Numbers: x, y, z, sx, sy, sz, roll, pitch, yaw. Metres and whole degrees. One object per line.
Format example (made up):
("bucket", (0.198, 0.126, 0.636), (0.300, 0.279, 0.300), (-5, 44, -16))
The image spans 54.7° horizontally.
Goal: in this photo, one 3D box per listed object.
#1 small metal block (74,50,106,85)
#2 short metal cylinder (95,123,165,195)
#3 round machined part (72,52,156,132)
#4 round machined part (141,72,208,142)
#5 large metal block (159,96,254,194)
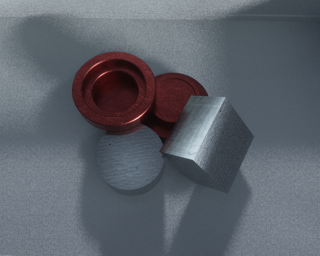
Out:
("small metal block", (-0.082, -0.069, 0.418), (0.025, 0.050, 0.050), (42, 76, 13))
("short metal cylinder", (-0.035, 0.039, 0.380), (0.081, 0.050, 0.080), (0, 70, 0))
("round machined part", (-0.054, -0.041, 0.382), (0.099, 0.042, 0.098), (0, 70, -1))
("round machined part", (0.018, -0.031, 0.409), (0.099, 0.042, 0.098), (0, 70, -1))
("large metal block", (0.058, 0.019, 0.365), (0.050, 0.080, 0.080), (9, 63, 47))
